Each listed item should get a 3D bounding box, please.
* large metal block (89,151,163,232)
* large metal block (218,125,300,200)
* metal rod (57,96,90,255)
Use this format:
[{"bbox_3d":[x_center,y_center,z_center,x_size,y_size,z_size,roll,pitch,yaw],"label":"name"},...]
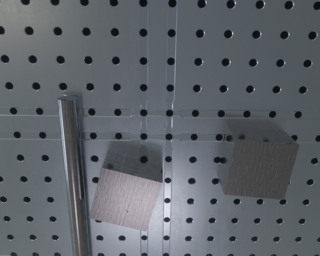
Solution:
[{"bbox_3d":[-0.046,0.088,0.432,0.080,0.050,0.079,15,109,-6],"label":"large metal block"},{"bbox_3d":[0.128,0.046,0.418,0.081,0.050,0.079,6,110,-2],"label":"large metal block"},{"bbox_3d":[-0.121,0.101,0.449,0.025,0.025,0.298,1,110,-1],"label":"metal rod"}]
